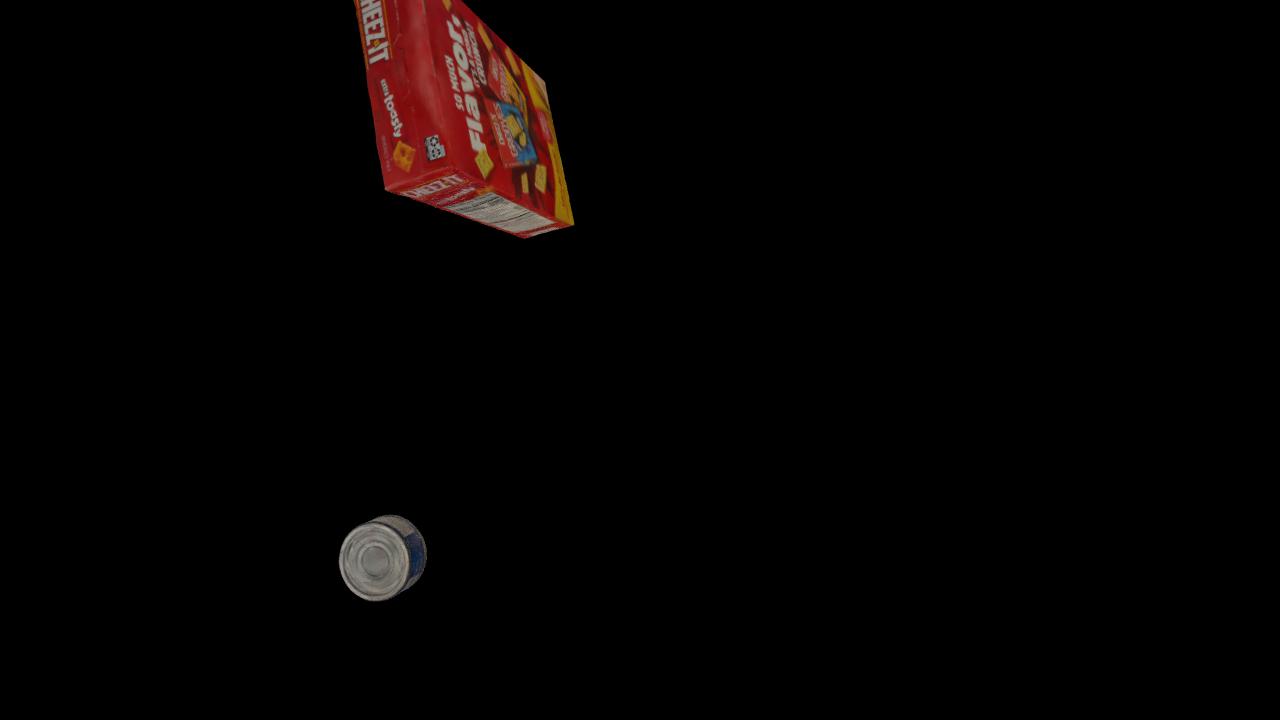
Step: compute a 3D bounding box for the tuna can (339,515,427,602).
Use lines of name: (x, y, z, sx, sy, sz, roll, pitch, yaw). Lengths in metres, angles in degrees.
tuna can: (-0.272, 0.209, 0.650, 0.084, 0.084, 0.034, 0, -1, 9)

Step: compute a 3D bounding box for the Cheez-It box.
Cheez-It box: (-0.147, -0.214, 0.562, 0.071, 0.166, 0.223, -12, -3, 17)
